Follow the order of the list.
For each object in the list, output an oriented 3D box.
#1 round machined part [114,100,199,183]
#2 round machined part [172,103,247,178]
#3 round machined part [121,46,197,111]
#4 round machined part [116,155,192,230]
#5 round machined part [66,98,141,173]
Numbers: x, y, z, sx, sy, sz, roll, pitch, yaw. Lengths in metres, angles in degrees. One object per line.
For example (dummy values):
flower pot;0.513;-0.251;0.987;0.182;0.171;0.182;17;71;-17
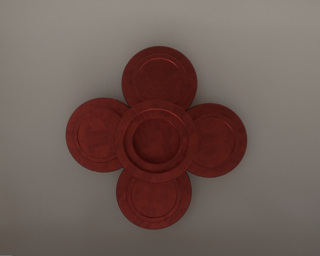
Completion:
round machined part;-0.004;0.015;0.380;0.099;0.042;0.097;0;90;0
round machined part;0.064;0.016;0.401;0.099;0.042;0.097;0;90;0
round machined part;-0.001;-0.058;0.400;0.099;0.042;0.097;0;90;0
round machined part;-0.008;0.083;0.401;0.099;0.042;0.097;0;88;-1
round machined part;-0.073;0.009;0.400;0.099;0.042;0.097;0;90;0
